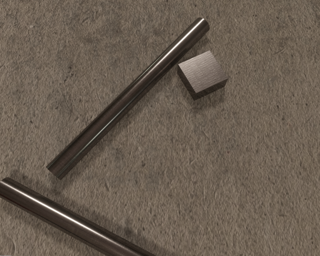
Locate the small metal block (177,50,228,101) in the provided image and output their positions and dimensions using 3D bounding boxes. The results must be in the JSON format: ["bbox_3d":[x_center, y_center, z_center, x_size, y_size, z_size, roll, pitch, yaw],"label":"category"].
[{"bbox_3d":[0.059,-0.074,0.436,0.050,0.025,0.050,-26,72,-10],"label":"small metal block"}]

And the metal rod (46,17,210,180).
[{"bbox_3d":[-0.034,-0.049,0.425,0.025,0.025,0.301,39,74,13],"label":"metal rod"}]

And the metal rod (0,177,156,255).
[{"bbox_3d":[-0.058,0.134,0.358,0.301,0.025,0.025,25,72,8],"label":"metal rod"}]
